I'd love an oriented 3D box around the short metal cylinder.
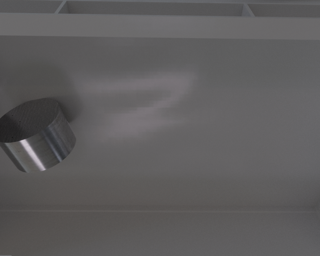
[{"bbox_3d":[-0.151,0.008,0.378,0.080,0.080,0.050,-10,130,8],"label":"short metal cylinder"}]
